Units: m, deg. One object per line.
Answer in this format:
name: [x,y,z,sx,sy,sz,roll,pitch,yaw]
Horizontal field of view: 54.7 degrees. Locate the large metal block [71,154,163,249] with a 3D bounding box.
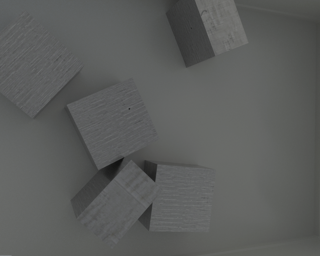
large metal block: [-0.054,0.079,0.362,0.050,0.080,0.080,46,76,-14]

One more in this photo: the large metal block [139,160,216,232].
large metal block: [0.021,0.088,0.405,0.081,0.050,0.080,8,87,-20]

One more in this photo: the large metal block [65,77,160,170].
large metal block: [-0.059,-0.006,0.375,0.081,0.050,0.080,-26,99,-18]

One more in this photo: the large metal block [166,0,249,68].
large metal block: [0.058,-0.131,0.402,0.050,0.080,0.080,-25,99,-18]

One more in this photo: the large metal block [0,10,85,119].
large metal block: [-0.145,-0.066,0.344,0.080,0.050,0.080,43,76,-15]
